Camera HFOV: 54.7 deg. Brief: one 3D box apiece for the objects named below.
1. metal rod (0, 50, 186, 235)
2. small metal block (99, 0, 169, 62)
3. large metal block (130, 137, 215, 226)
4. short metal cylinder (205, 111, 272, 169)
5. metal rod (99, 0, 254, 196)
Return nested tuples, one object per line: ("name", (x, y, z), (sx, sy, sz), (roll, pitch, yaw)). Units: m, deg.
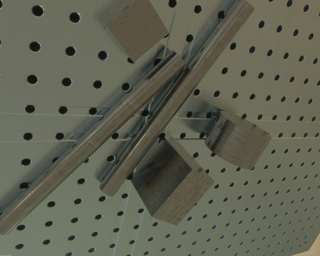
("metal rod", (-0.086, 0.019, 0.376), (0.300, 0.025, 0.025), (-43, 130, 1))
("small metal block", (-0.027, -0.108, 0.331), (0.050, 0.025, 0.050), (-40, 130, -1))
("large metal block", (0.014, 0.073, 0.430), (0.050, 0.080, 0.080), (33, 100, -39))
("short metal cylinder", (0.112, 0.016, 0.449), (0.081, 0.080, 0.050), (14, 111, -34))
("metal rod", (0.016, -0.033, 0.401), (0.025, 0.025, 0.299), (29, 102, -38))
